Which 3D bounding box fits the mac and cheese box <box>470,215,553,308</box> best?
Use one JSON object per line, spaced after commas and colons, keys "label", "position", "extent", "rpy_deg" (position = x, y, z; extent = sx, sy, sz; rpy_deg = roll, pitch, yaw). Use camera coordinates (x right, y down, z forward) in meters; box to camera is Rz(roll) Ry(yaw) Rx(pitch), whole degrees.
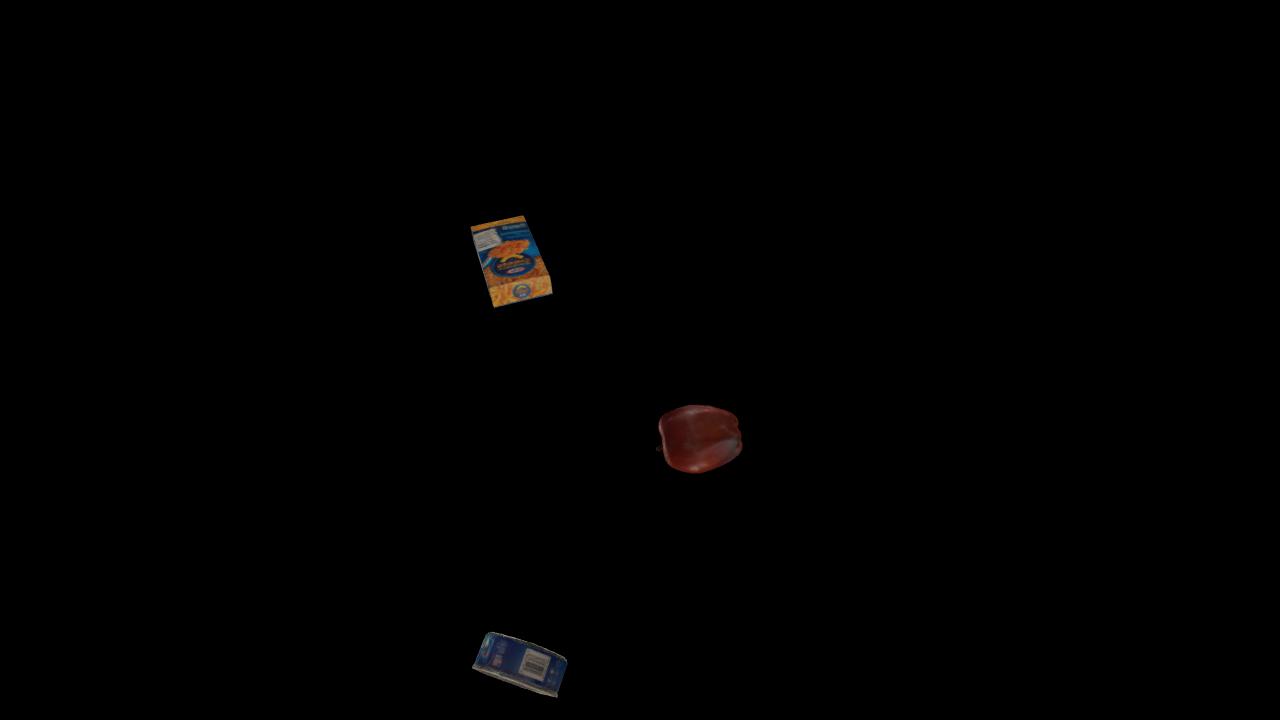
{"label": "mac and cheese box", "position": [-0.204, -0.158, 0.962], "extent": [0.093, 0.041, 0.184], "rpy_deg": [-15, 45, -14]}

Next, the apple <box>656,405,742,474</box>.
{"label": "apple", "position": [0.062, 0.085, 0.668], "extent": [0.093, 0.079, 0.079], "rpy_deg": [-12, -1, 6]}

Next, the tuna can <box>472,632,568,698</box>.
{"label": "tuna can", "position": [-0.111, 0.285, 0.576], "extent": [0.084, 0.034, 0.084], "rpy_deg": [14, -31, 9]}
